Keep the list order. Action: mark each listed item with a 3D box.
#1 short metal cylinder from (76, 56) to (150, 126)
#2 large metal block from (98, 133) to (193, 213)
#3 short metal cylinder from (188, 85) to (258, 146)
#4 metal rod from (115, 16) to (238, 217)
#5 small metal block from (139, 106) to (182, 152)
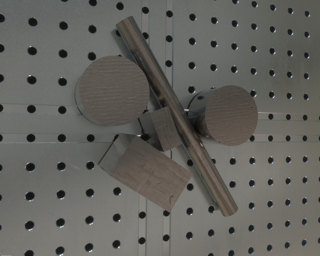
[{"bbox_3d":[-0.059,-0.042,0.374,0.081,0.050,0.079,0,90,-20],"label":"short metal cylinder"},{"bbox_3d":[-0.021,0.050,0.371,0.080,0.080,0.050,36,79,-16],"label":"large metal block"},{"bbox_3d":[0.086,-0.016,0.427,0.081,0.050,0.079,0,90,-20],"label":"short metal cylinder"},{"bbox_3d":[0.028,-0.008,0.419,0.025,0.025,0.299,-33,101,-17],"label":"metal rod"},{"bbox_3d":[-0.001,0.001,0.395,0.025,0.050,0.050,-23,98,-19],"label":"small metal block"}]
